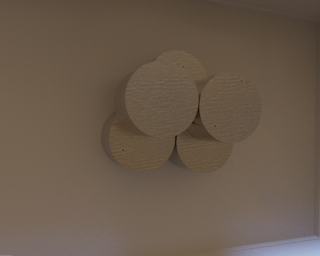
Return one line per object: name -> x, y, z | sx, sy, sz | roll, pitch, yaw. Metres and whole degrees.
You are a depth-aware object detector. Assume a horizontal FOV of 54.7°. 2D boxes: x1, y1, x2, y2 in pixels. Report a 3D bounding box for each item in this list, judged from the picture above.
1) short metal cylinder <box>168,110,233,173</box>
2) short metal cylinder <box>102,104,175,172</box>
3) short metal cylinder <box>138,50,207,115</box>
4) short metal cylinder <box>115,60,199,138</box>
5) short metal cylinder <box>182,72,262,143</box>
short metal cylinder -> 0.049, 0.017, 0.413 | 0.081, 0.050, 0.080 | 0, 90, -20
short metal cylinder -> -0.028, 0.012, 0.385 | 0.081, 0.050, 0.080 | 0, 90, -20
short metal cylinder -> 0.014, -0.055, 0.401 | 0.081, 0.050, 0.080 | 0, 90, -20
short metal cylinder -> -0.005, -0.030, 0.340 | 0.081, 0.050, 0.080 | 0, 90, -20
short metal cylinder -> 0.071, -0.023, 0.367 | 0.081, 0.050, 0.080 | 0, 90, -20
